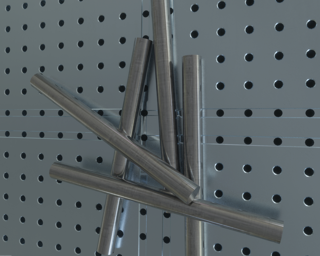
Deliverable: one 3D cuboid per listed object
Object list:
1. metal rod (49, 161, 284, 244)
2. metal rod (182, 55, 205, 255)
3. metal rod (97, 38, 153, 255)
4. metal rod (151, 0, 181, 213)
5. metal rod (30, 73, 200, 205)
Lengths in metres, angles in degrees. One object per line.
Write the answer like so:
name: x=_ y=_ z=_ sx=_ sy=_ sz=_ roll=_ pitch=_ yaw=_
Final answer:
metal rod: x=-0.007 y=0.086 z=0.386 sx=0.301 sy=0.025 sz=0.025 roll=11 pitch=94 yaw=19
metal rod: x=0.043 y=0.058 z=0.396 sx=0.025 sy=0.025 sz=0.298 roll=-1 pitch=90 yaw=19
metal rod: x=-0.049 y=0.027 z=0.428 sx=0.025 sy=0.025 sz=0.298 roll=12 pitch=94 yaw=19
metal rod: x=0.008 y=-0.040 z=0.408 sx=0.025 sy=0.025 sz=0.298 roll=-4 pitch=89 yaw=19
metal rod: x=-0.076 y=0.001 z=0.414 sx=0.300 sy=0.025 sz=0.025 roll=33 pitch=101 yaw=25
